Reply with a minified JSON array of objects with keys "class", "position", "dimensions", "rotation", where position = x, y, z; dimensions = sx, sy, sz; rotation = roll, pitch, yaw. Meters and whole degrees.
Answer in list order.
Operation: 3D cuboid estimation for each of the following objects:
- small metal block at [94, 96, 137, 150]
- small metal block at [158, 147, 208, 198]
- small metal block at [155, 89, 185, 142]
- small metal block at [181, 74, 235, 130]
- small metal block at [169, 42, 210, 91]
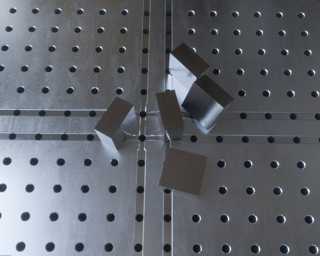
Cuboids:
[{"class":"small metal block","position":[-0.056,-0.005,0.400],"dimensions":[0.025,0.050,0.050],"rotation":[29,72,9]},{"class":"small metal block","position":[0.029,0.057,0.391],"dimensions":[0.050,0.025,0.050],"rotation":[14,70,4]},{"class":"small metal block","position":[0.012,-0.015,0.404],"dimensions":[0.025,0.050,0.050],"rotation":[-13,71,-5]},{"class":"small metal block","position":[0.062,-0.033,0.408],"dimensions":[0.050,0.050,0.025],"rotation":[44,54,14]},{"class":"small metal block","position":[0.039,-0.081,0.429],"dimensions":[0.025,0.050,0.050],"rotation":[-41,75,-13]}]
